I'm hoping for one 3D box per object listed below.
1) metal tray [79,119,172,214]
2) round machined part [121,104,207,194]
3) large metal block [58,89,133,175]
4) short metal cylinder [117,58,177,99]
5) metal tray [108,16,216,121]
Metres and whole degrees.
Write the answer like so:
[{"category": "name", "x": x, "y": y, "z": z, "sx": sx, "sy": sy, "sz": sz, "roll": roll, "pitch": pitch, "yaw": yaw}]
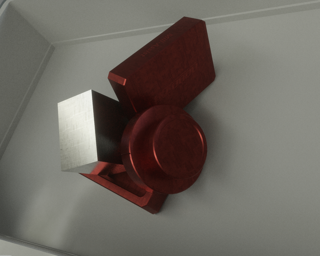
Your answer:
[{"category": "metal tray", "x": -0.039, "y": 0.040, "z": 0.394, "sx": 0.130, "sy": 0.030, "sz": 0.090, "roll": 19, "pitch": 71, "yaw": 35}, {"category": "round machined part", "x": 0.011, "y": 0.021, "z": 0.332, "sx": 0.042, "sy": 0.098, "sz": 0.098, "roll": -17, "pitch": 49, "yaw": 56}, {"category": "large metal block", "x": -0.071, "y": 0.010, "z": 0.368, "sx": 0.050, "sy": 0.080, "sz": 0.080, "roll": -17, "pitch": 71, "yaw": 25}, {"category": "short metal cylinder", "x": -0.014, "y": -0.067, "z": 0.416, "sx": 0.080, "sy": 0.050, "sz": 0.080, "roll": -24, "pitch": 28, "yaw": 14}, {"category": "metal tray", "x": 0.009, "y": -0.062, "z": 0.374, "sx": 0.131, "sy": 0.090, "sz": 0.030, "roll": -42, "pitch": 46, "yaw": -21}]
